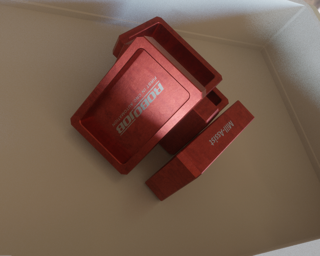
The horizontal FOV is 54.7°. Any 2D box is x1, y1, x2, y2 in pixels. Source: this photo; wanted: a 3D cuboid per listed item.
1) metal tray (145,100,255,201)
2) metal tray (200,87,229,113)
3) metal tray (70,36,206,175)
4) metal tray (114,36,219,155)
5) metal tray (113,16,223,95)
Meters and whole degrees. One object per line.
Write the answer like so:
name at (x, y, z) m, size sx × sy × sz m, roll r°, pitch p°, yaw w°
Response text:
metal tray at (0.049, 0.026, 0.374) m, size 0.030 × 0.090 × 0.131 m, roll 49°, pitch 51°, yaw 5°
metal tray at (0.028, -0.057, 0.453) m, size 0.130 × 0.030 × 0.091 m, roll 46°, pitch 52°, yaw 5°
metal tray at (-0.026, -0.023, 0.339) m, size 0.090 × 0.130 × 0.030 m, roll 45°, pitch 20°, yaw 2°
metal tray at (-0.003, -0.037, 0.383) m, size 0.130 × 0.090 × 0.030 m, roll 45°, pitch 51°, yaw 2°
metal tray at (0.012, -0.085, 0.422) m, size 0.130 × 0.030 × 0.090 m, roll 45°, pitch 51°, yaw 3°
